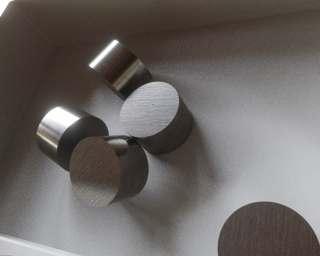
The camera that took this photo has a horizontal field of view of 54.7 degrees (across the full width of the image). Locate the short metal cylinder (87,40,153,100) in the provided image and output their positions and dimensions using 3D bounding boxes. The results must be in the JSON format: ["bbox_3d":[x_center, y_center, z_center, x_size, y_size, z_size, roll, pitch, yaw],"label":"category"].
[{"bbox_3d":[-0.057,-0.080,0.448,0.050,0.080,0.080,-48,52,-5],"label":"short metal cylinder"}]

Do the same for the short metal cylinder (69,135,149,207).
[{"bbox_3d":[-0.061,0.049,0.369,0.080,0.050,0.079,0,91,34],"label":"short metal cylinder"}]

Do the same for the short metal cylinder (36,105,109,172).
[{"bbox_3d":[-0.117,0.014,0.422,0.050,0.080,0.080,25,75,36],"label":"short metal cylinder"}]

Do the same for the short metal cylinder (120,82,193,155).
[{"bbox_3d":[-0.004,-0.012,0.398,0.080,0.050,0.080,-13,56,20],"label":"short metal cylinder"}]

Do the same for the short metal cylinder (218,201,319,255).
[{"bbox_3d":[0.097,0.111,0.271,0.080,0.050,0.080,-13,56,20],"label":"short metal cylinder"}]
